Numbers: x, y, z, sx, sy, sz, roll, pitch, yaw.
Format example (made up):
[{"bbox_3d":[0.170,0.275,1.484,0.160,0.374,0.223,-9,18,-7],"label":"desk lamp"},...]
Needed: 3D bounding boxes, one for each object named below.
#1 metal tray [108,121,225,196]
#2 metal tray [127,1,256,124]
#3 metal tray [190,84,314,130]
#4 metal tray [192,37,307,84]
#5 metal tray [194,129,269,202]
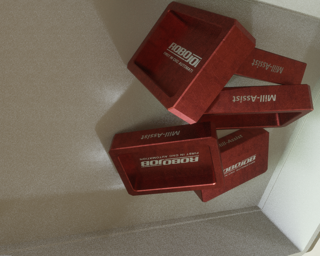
[{"bbox_3d":[0.011,0.043,0.397,0.130,0.030,0.090,-8,128,12],"label":"metal tray"},{"bbox_3d":[0.021,-0.071,0.307,0.030,0.130,0.090,30,102,-34],"label":"metal tray"},{"bbox_3d":[0.104,-0.022,0.383,0.131,0.030,0.090,-2,167,0],"label":"metal tray"},{"bbox_3d":[0.093,-0.078,0.366,0.131,0.090,0.030,5,104,-31],"label":"metal tray"},{"bbox_3d":[0.114,0.056,0.502,0.131,0.030,0.089,-23,127,-15],"label":"metal tray"}]
